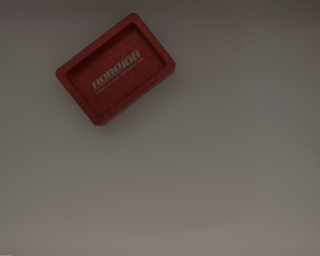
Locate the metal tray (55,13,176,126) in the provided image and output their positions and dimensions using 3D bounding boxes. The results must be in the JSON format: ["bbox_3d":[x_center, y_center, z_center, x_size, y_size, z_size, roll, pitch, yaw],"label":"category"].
[{"bbox_3d":[-0.056,-0.075,0.408,0.130,0.030,0.090,-38,91,-1],"label":"metal tray"}]
